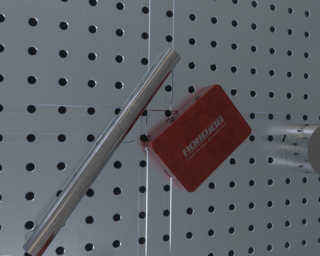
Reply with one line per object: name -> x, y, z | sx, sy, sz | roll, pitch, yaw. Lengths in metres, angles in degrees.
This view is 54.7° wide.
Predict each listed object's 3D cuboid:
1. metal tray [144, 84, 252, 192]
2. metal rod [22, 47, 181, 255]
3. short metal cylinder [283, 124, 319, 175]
metal tray -> 0.055, 0.013, 0.431 | 0.130, 0.030, 0.090 | -42, 104, -15
metal rod -> -0.065, 0.021, 0.388 | 0.025, 0.025, 0.300 | 38, 78, -16
short metal cylinder -> 0.245, 0.033, 0.490 | 0.081, 0.050, 0.079 | 0, 90, -20
